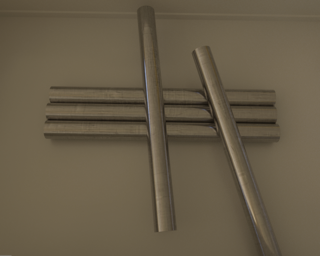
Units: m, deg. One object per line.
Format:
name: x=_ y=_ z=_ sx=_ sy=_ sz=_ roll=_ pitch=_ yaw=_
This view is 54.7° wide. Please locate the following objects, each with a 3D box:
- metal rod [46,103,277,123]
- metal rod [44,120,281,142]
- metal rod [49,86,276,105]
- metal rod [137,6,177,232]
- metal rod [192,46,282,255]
metal rod: x=0.002 y=-0.019 z=0.415 sx=0.302 sy=0.025 sz=0.025 roll=1 pitch=70 yaw=0
metal rod: x=0.003 y=0.004 z=0.407 sx=0.302 sy=0.025 sz=0.025 roll=1 pitch=70 yaw=0
metal rod: x=0.004 y=-0.042 z=0.424 sx=0.302 sy=0.025 sz=0.025 roll=1 pitch=70 yaw=0
metal rod: x=-0.007 y=-0.026 z=0.391 sx=0.025 sy=0.025 sz=0.299 roll=-5 pitch=70 yaw=-2
metal rod: x=0.094 y=0.039 z=0.374 sx=0.025 sy=0.025 sz=0.299 roll=-15 pitch=78 yaw=-6
